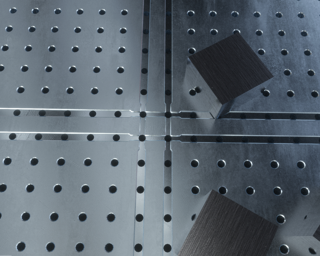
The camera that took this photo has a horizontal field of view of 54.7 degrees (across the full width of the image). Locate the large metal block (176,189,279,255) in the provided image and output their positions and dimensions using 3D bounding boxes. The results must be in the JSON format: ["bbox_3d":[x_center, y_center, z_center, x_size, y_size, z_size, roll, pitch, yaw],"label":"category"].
[{"bbox_3d":[0.073,0.128,0.353,0.080,0.050,0.080,29,72,9],"label":"large metal block"}]

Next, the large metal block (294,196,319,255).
[{"bbox_3d":[0.220,0.119,0.358,0.080,0.050,0.080,38,74,12],"label":"large metal block"}]

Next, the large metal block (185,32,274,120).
[{"bbox_3d":[0.092,-0.071,0.426,0.080,0.050,0.080,-29,73,-10],"label":"large metal block"}]
